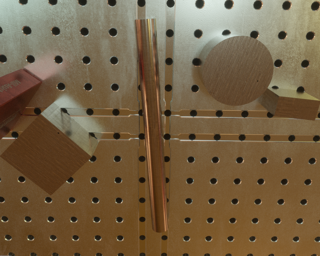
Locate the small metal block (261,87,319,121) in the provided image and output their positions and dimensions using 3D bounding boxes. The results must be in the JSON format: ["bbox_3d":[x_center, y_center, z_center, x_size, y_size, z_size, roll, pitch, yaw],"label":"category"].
[{"bbox_3d":[0.163,-0.032,0.391,0.050,0.050,0.025,6,110,-3],"label":"small metal block"}]

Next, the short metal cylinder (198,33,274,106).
[{"bbox_3d":[0.089,-0.072,0.375,0.081,0.050,0.079,0,110,-1],"label":"short metal cylinder"}]

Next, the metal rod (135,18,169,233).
[{"bbox_3d":[-0.008,0.011,0.417,0.025,0.025,0.298,-3,110,1],"label":"metal rod"}]

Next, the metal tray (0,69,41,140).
[{"bbox_3d":[-0.191,-0.013,0.350,0.030,0.130,0.090,36,106,-12],"label":"metal tray"}]

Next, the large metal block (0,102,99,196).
[{"bbox_3d":[-0.142,0.027,0.408,0.080,0.050,0.080,-42,105,14],"label":"large metal block"}]
